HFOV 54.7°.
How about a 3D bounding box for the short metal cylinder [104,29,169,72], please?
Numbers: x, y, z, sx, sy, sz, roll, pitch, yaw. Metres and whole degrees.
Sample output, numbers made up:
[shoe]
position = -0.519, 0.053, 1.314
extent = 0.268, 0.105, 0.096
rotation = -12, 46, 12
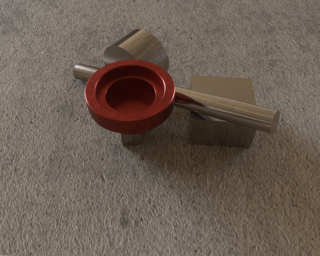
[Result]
[short metal cylinder]
position = -0.034, -0.094, 0.448
extent = 0.080, 0.080, 0.050
rotation = 30, 56, 22

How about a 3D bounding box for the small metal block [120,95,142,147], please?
[small metal block]
position = -0.037, -0.011, 0.398
extent = 0.025, 0.050, 0.050
rotation = -2, 50, -2

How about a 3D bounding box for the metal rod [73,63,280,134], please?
[metal rod]
position = -0.003, -0.046, 0.395
extent = 0.300, 0.025, 0.025
rotation = 19, 51, 32

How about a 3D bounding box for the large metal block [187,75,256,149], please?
[large metal block]
position = 0.079, -0.022, 0.408
extent = 0.080, 0.050, 0.080
rotation = 4, 50, 2

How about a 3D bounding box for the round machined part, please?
[round machined part]
position = -0.033, -0.031, 0.355
extent = 0.099, 0.042, 0.098
rotation = 0, 51, 0
